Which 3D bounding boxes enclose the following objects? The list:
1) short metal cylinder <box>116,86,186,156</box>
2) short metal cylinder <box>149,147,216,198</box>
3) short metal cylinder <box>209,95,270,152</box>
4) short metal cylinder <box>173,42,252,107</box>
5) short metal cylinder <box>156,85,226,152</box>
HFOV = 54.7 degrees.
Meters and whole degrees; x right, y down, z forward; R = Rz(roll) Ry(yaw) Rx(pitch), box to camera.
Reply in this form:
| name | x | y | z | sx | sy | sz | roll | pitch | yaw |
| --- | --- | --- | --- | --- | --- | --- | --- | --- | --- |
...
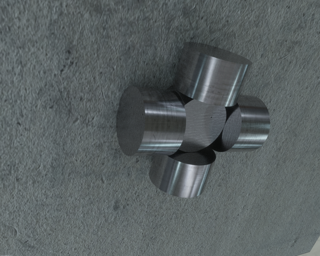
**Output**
| name | x | y | z | sx | sy | sz | roll | pitch | yaw |
| --- | --- | --- | --- | --- | --- | --- | --- | --- | --- |
| short metal cylinder | -0.013 | -0.007 | 0.363 | 0.050 | 0.080 | 0.079 | 2 | 118 | -30 |
| short metal cylinder | 0.030 | 0.049 | 0.421 | 0.081 | 0.080 | 0.050 | 0 | 118 | -29 |
| short metal cylinder | 0.102 | -0.007 | 0.427 | 0.050 | 0.080 | 0.079 | 2 | 118 | -30 |
| short metal cylinder | 0.061 | -0.065 | 0.366 | 0.081 | 0.080 | 0.050 | 1 | 118 | -30 |
| short metal cylinder | 0.039 | -0.015 | 0.406 | 0.081 | 0.050 | 0.079 | -14 | 125 | -21 |
